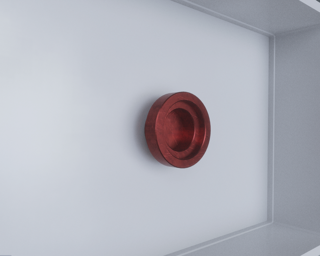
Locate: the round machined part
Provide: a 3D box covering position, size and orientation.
[{"bbox_3d":[0.019,0.002,0.409,0.099,0.042,0.097,0,90,-40],"label":"round machined part"}]
